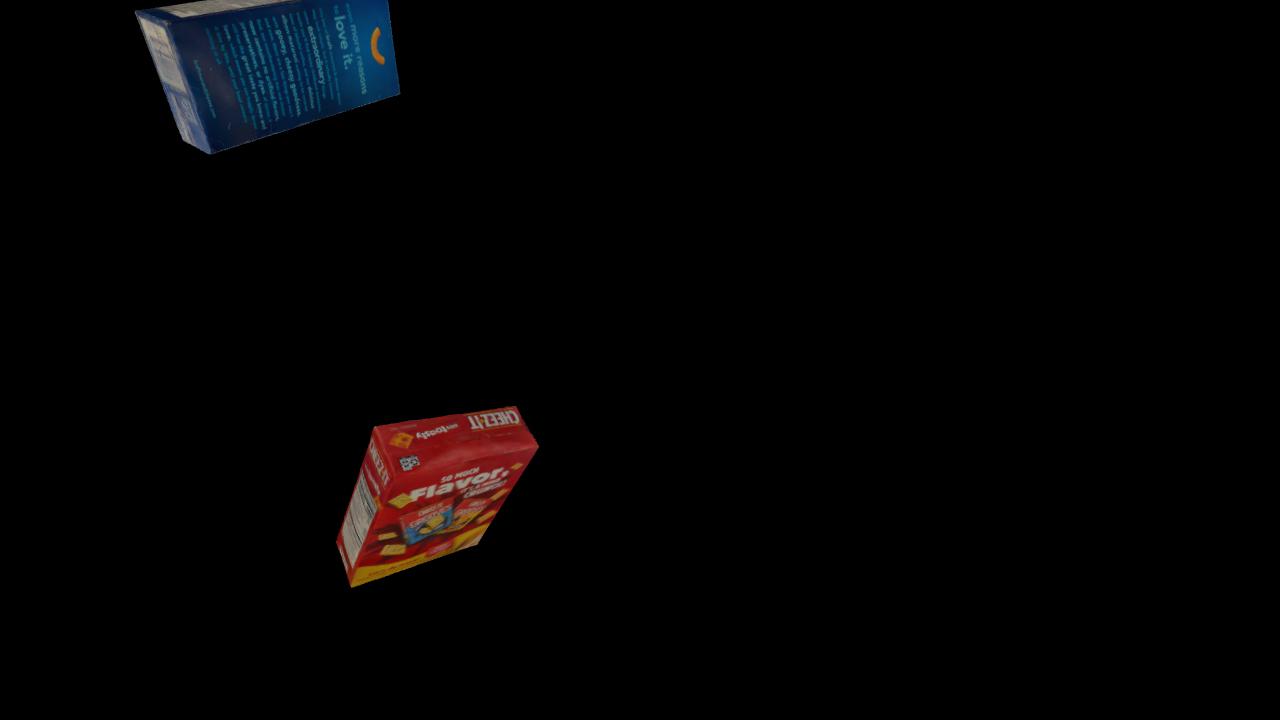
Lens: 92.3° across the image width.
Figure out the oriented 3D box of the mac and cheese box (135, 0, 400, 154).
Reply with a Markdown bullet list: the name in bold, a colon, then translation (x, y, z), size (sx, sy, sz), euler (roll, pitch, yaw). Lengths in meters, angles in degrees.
- **mac and cheese box**: translation (-0.281, -0.241, 0.493), size (0.041, 0.093, 0.184), euler (25, 44, 18)

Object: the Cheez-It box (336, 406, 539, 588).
- **Cheez-It box**: translation (-0.236, 0.154, 0.703), size (0.166, 0.071, 0.223), euler (-7, -38, -43)
